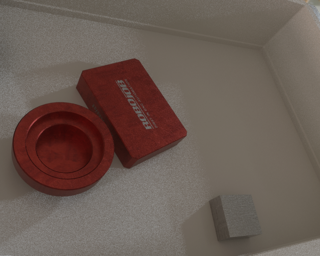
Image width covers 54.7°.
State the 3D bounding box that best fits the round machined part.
[{"bbox_3d":[-0.102,0.025,0.326,0.099,0.042,0.098,14,56,-21],"label":"round machined part"}]

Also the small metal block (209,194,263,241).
[{"bbox_3d":[0.095,0.112,0.390,0.050,0.025,0.050,5,60,-26],"label":"small metal block"}]

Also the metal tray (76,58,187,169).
[{"bbox_3d":[-0.036,-0.023,0.399,0.091,0.030,0.130,-24,75,-37],"label":"metal tray"}]
